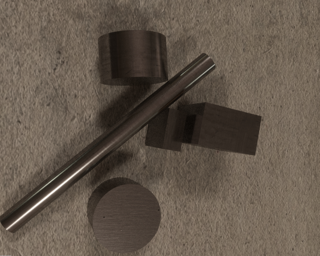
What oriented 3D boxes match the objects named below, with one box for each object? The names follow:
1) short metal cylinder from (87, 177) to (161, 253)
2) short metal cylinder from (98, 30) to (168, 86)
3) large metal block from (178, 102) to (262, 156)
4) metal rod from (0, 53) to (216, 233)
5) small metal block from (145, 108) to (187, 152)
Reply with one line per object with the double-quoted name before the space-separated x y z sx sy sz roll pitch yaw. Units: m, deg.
"short metal cylinder" -0.045 0.104 0.380 0.081 0.050 0.079 0 90 -21
"short metal cylinder" -0.032 -0.080 0.369 0.081 0.080 0.050 -4 91 -20
"large metal block" 0.071 0.002 0.407 0.081 0.080 0.050 12 86 -20
"metal rod" -0.055 0.013 0.365 0.301 0.025 0.025 -40 103 -7
"small metal block" 0.007 0.002 0.398 0.025 0.050 0.050 11 86 -27
